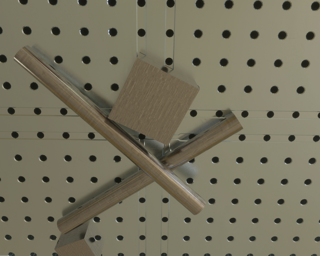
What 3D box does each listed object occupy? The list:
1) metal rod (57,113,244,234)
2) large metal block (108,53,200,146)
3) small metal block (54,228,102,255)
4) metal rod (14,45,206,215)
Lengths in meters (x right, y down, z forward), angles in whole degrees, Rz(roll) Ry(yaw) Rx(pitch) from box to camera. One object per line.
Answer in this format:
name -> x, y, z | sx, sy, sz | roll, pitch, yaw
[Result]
metal rod -> -0.021, 0.069, 0.438 | 0.300, 0.025, 0.025 | -32, 107, 10
large metal block -> -0.008, -0.037, 0.386 | 0.080, 0.050, 0.080 | 25, 108, -10
small metal block -> -0.126, 0.190, 0.482 | 0.050, 0.025, 0.050 | -22, 109, 7
metal rod -> -0.058, 0.008, 0.397 | 0.300, 0.025, 0.025 | 42, 105, -8
